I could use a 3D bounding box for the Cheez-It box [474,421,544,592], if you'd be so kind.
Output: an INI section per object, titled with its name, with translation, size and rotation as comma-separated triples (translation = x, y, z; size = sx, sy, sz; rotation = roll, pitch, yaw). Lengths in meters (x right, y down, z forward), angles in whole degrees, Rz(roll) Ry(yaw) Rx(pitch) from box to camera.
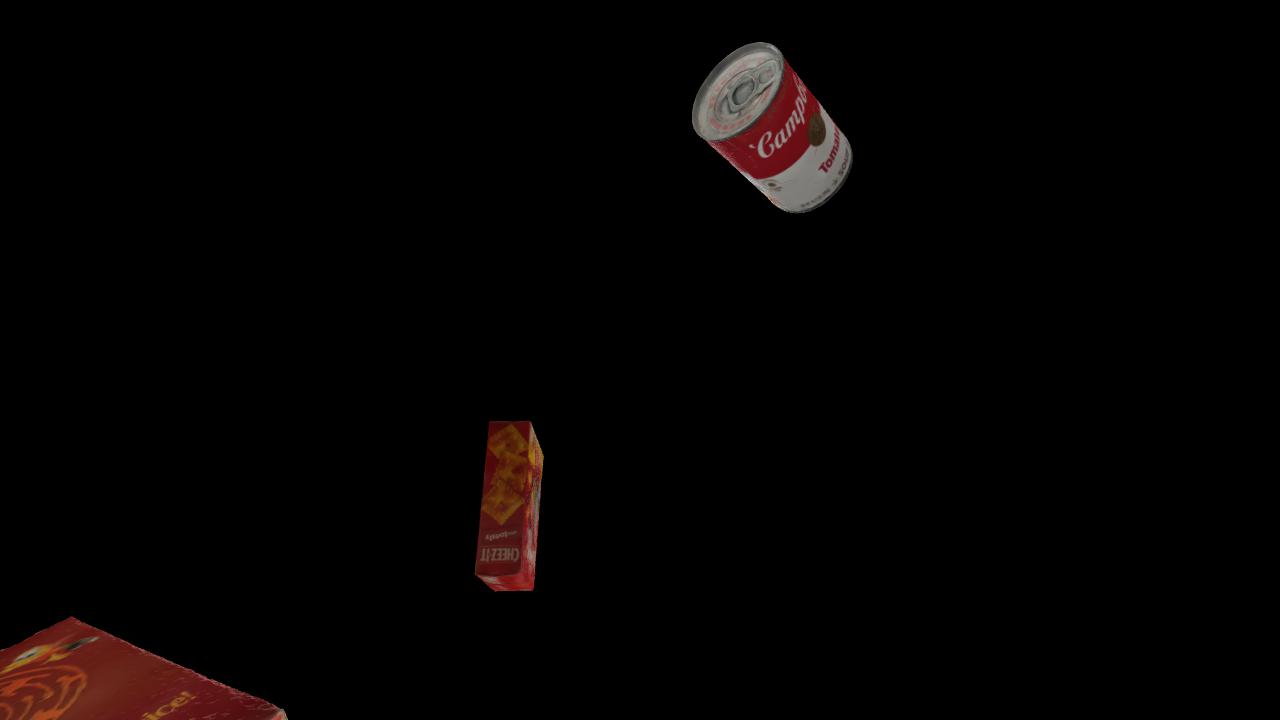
[Cheez-It box]
translation = -0.192, 0.223, 0.927
size = 0.071, 0.223, 0.166
rotation = 0, -27, -2

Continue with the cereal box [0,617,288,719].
[cereal box]
translation = -0.361, 0.254, 0.333
size = 0.306, 0.081, 0.203
rotation = -4, 14, 30

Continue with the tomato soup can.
[tomato soup can]
translation = 0.091, -0.150, 0.414
size = 0.068, 0.068, 0.101
rotation = 0, -18, 44
